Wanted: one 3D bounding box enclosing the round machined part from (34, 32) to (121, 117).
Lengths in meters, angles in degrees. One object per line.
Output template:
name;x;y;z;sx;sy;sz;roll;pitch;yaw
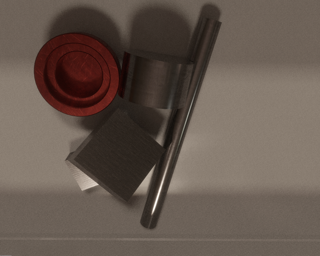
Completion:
round machined part;-0.096;-0.066;0.376;0.099;0.042;0.097;0;110;-1

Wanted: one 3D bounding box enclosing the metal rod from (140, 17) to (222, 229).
metal rod;0.022;0.007;0.414;0.025;0.025;0.298;14;109;-6

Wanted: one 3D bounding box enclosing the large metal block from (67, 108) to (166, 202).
large metal block;-0.054;0.034;0.390;0.080;0.050;0.080;43;69;-14

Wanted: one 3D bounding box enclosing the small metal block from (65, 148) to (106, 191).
small metal block;-0.094;0.052;0.429;0.050;0.025;0.050;-21;109;7

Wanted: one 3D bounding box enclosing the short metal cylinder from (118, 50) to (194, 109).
short metal cylinder;-0.005;-0.058;0.360;0.081;0.080;0.050;10;109;-4
